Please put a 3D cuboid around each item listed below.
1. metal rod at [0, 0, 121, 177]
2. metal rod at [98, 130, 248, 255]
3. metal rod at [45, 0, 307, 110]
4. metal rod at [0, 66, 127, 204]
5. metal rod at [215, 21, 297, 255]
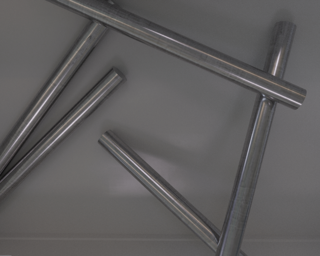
[{"bbox_3d":[-0.147,-0.036,0.396,0.025,0.025,0.299,38,105,-13],"label":"metal rod"},{"bbox_3d":[0.036,0.109,0.391,0.300,0.025,0.025,42,106,10],"label":"metal rod"},{"bbox_3d":[0.015,-0.091,0.337,0.301,0.025,0.025,24,109,-1],"label":"metal rod"},{"bbox_3d":[-0.159,0.029,0.420,0.299,0.025,0.025,-42,105,13],"label":"metal rod"},{"bbox_3d":[0.111,0.022,0.362,0.025,0.025,0.299,16,87,-6],"label":"metal rod"}]
